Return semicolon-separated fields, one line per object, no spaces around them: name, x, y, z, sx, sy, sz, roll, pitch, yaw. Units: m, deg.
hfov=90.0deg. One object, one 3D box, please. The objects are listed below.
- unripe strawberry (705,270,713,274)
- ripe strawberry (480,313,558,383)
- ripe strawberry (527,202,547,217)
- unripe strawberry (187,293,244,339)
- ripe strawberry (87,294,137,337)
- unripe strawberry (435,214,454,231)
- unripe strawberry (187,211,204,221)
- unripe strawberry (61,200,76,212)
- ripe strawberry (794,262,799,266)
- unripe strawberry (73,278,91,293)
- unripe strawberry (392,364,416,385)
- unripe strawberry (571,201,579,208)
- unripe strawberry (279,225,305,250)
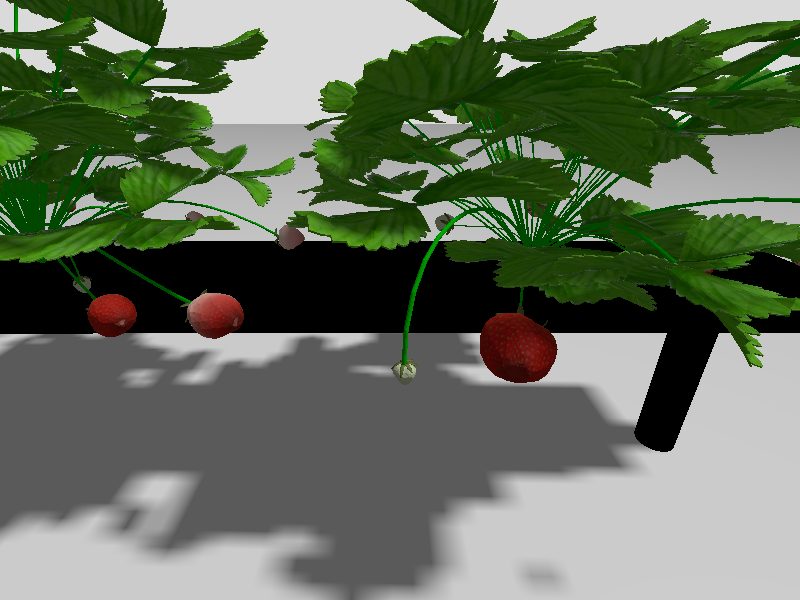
unripe strawberry;0.245;-0.026;0.328;0.021;0.022;0.019;23;30;9
ripe strawberry;0.059;0.026;0.203;0.039;0.033;0.039;8;27;17
ripe strawberry;0.183;-0.127;0.527;0.034;0.036;0.037;9;26;17
unripe strawberry;-0.110;0.009;0.245;0.032;0.027;0.032;15;29;28
ripe strawberry;-0.177;0.010;0.249;0.027;0.027;0.025;21;32;35
unripe strawberry;0.051;-0.089;0.461;0.022;0.019;0.022;-16;29;-30
unripe strawberry;-0.245;-0.098;0.483;0.018;0.019;0.019;16;29;30
unripe strawberry;-0.451;-0.129;0.547;0.016;0.017;0.018;-15;29;-28
ripe strawberry;0.371;-0.043;0.359;0.029;0.028;0.027;1;26;1
unripe strawberry;-0.235;-0.011;0.297;0.011;0.011;0.011;19;32;35
unripe strawberry;0.002;0.035;0.189;0.011;0.011;0.010;15;29;28
unripe strawberry;0.231;-0.125;0.527;0.011;0.010;0.010;15;29;28
unripe strawberry;-0.109;-0.063;0.404;0.025;0.024;0.023;-3;26;-11
